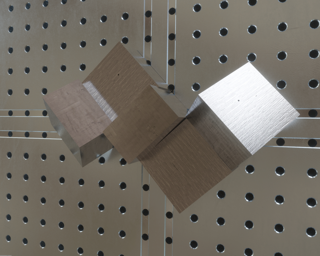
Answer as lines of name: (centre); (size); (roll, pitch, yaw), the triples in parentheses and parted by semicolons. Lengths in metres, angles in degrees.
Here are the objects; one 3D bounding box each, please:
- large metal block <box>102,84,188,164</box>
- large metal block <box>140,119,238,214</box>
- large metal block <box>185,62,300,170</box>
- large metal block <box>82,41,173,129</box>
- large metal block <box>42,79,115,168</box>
large metal block: (-0.011, -0.004, 0.387); (0.080, 0.080, 0.050); (-44, 78, 15)
large metal block: (0.036, 0.045, 0.386); (0.080, 0.050, 0.080); (-43, 75, 15)
large metal block: (0.090, -0.014, 0.345); (0.080, 0.050, 0.080); (-34, 76, -24)
large metal block: (-0.045, -0.054, 0.415); (0.080, 0.050, 0.080); (-44, 77, 16)
large metal block: (-0.106, -0.004, 0.414); (0.050, 0.080, 0.080); (-34, 76, -23)
